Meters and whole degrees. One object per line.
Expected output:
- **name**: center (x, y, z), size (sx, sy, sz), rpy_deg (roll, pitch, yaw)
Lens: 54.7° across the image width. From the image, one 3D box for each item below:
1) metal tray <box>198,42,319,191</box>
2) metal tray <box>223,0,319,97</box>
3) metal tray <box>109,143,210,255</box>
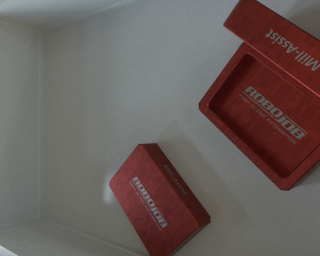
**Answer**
- **metal tray**: center (0.110, -0.015, 0.311), size (0.130, 0.030, 0.089), rpy_deg (49, 118, 28)
- **metal tray**: center (0.125, -0.057, 0.260), size (0.130, 0.091, 0.030), rpy_deg (48, 118, 28)
- **metal tray**: center (-0.006, 0.095, 0.407), size (0.090, 0.030, 0.130), rpy_deg (-52, 60, 27)
